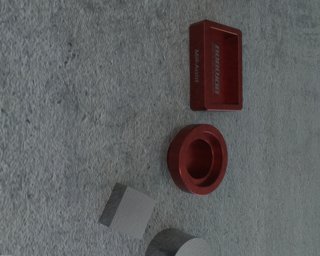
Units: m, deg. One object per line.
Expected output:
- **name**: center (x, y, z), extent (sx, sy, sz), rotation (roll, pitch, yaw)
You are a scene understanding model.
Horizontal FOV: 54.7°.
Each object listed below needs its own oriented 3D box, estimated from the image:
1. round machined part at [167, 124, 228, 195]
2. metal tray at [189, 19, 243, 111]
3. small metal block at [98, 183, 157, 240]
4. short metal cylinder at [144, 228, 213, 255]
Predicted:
- **round machined part**: center (0.048, 0.043, 0.437), extent (0.099, 0.042, 0.097), rotation (0, 90, -40)
- **metal tray**: center (0.088, -0.091, 0.477), extent (0.091, 0.030, 0.129), rotation (-2, 91, -40)
- **small metal block**: center (-0.038, 0.101, 0.375), extent (0.050, 0.025, 0.050), rotation (36, 68, -34)
- **short metal cylinder**: center (0.025, 0.180, 0.412), extent (0.081, 0.050, 0.079), rotation (0, 90, -40)
